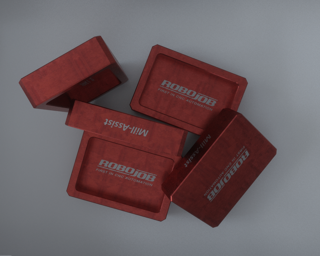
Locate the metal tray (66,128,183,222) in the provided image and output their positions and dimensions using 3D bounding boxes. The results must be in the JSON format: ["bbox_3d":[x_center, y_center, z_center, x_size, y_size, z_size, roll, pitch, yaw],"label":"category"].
[{"bbox_3d":[-0.044,0.059,0.405,0.131,0.030,0.090,16,90,-1],"label":"metal tray"}]

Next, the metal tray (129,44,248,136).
[{"bbox_3d":[0.037,-0.043,0.408,0.131,0.030,0.090,21,90,-1],"label":"metal tray"}]

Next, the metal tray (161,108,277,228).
[{"bbox_3d":[0.076,0.051,0.389,0.090,0.030,0.130,39,90,-29],"label":"metal tray"}]

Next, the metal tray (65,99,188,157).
[{"bbox_3d":[-0.036,-0.001,0.376,0.131,0.090,0.030,16,90,-1],"label":"metal tray"}]

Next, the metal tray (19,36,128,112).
[{"bbox_3d":[-0.088,-0.054,0.355,0.090,0.130,0.030,-30,91,0],"label":"metal tray"}]
